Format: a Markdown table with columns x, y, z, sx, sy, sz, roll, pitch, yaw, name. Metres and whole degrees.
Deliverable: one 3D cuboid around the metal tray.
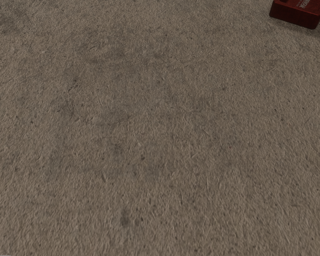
| x | y | z | sx | sy | sz | roll | pitch | yaw | name |
| --- | --- | --- | --- | --- | --- | --- | --- | --- | --- |
| 0.285 | -0.251 | 0.614 | 0.090 | 0.030 | 0.131 | 27 | 55 | 20 | metal tray |
